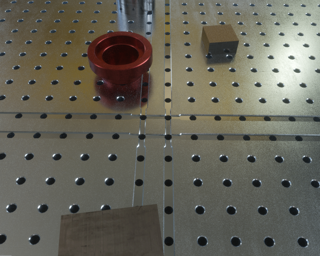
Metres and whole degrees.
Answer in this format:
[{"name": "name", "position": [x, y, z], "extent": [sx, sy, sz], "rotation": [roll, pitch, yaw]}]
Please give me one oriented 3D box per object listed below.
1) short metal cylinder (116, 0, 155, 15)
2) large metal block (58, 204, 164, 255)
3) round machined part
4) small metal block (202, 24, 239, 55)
[{"name": "short metal cylinder", "position": [-0.049, -0.268, 0.616], "extent": [0.081, 0.050, 0.080], "rotation": [0, 50, 0]}, {"name": "large metal block", "position": [-0.039, 0.113, 0.276], "extent": [0.081, 0.080, 0.050], "rotation": [-6, 51, -5]}, {"name": "round machined part", "position": [-0.061, -0.106, 0.485], "extent": [0.099, 0.042, 0.098], "rotation": [0, 50, 0]}, {"name": "small metal block", "position": [0.103, -0.154, 0.538], "extent": [0.050, 0.025, 0.050], "rotation": [-6, 50, -5]}]
